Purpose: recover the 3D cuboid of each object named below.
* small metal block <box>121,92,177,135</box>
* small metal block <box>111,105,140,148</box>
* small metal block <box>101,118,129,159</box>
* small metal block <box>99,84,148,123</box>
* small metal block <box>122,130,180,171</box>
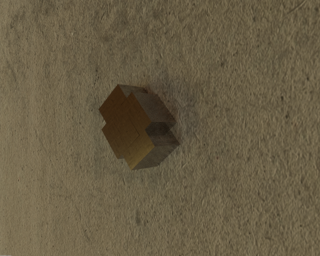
[{"bbox_3d":[-0.014,-0.018,0.399,0.025,0.050,0.050,-48,62,29],"label":"small metal block"},{"bbox_3d":[-0.029,-0.003,0.411,0.025,0.050,0.050,-47,62,30],"label":"small metal block"},{"bbox_3d":[-0.044,0.013,0.423,0.025,0.050,0.050,-47,62,30],"label":"small metal block"},{"bbox_3d":[-0.047,-0.032,0.426,0.050,0.050,0.025,-46,63,30],"label":"small metal block"},{"bbox_3d":[-0.011,0.027,0.397,0.050,0.050,0.025,-46,63,30],"label":"small metal block"}]
